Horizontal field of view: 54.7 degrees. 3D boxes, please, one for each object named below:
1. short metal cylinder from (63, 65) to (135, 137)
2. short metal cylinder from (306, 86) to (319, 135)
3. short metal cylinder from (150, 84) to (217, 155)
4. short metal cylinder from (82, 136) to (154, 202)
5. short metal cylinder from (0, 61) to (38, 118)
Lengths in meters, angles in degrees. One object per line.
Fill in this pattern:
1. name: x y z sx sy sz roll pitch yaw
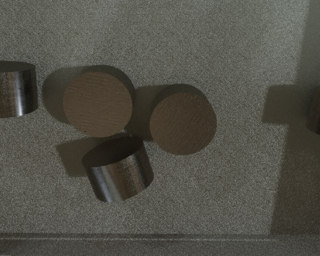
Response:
1. short metal cylinder: -0.073 -0.035 0.384 0.081 0.050 0.079 0 110 -1
2. short metal cylinder: 0.227 -0.018 0.379 0.081 0.080 0.050 5 110 -2
3. short metal cylinder: 0.028 -0.012 0.394 0.081 0.050 0.079 0 110 -1
4. short metal cylinder: -0.053 0.051 0.400 0.080 0.080 0.050 -15 110 5
5. short metal cylinder: -0.187 -0.047 0.362 0.081 0.080 0.050 3 110 -2
